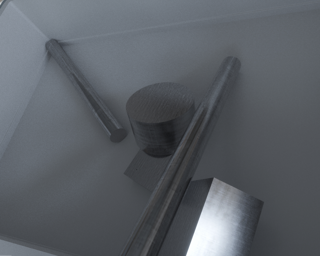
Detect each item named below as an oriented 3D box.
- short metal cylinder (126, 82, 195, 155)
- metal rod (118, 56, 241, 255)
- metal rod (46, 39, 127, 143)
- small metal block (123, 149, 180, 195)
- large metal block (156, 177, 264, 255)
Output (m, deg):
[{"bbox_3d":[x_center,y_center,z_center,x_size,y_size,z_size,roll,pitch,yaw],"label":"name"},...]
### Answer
[{"bbox_3d":[0.004,-0.013,0.377,0.080,0.050,0.080,-7,40,6],"label":"short metal cylinder"},{"bbox_3d":[0.036,0.008,0.304,0.025,0.025,0.301,1,38,28],"label":"metal rod"},{"bbox_3d":[-0.135,-0.077,0.521,0.025,0.025,0.300,-41,51,0],"label":"metal rod"},{"bbox_3d":[-0.007,0.050,0.378,0.050,0.025,0.050,25,75,36],"label":"small metal block"},{"bbox_3d":[0.040,0.095,0.283,0.050,0.080,0.080,27,71,-10],"label":"large metal block"}]
